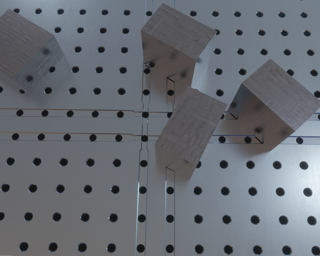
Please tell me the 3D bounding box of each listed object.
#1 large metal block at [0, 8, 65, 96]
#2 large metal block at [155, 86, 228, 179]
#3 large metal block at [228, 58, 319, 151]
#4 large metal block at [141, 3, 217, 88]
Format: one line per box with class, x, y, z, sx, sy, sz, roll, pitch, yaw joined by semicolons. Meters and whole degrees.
large metal block;-0.199;-0.106;0.436;0.080;0.050;0.080;32;73;11
large metal block;0.036;0.009;0.380;0.050;0.080;0.080;27;72;9
large metal block;0.140;-0.026;0.393;0.050;0.080;0.080;-40;75;-13
large metal block;0.024;-0.108;0.422;0.080;0.080;0.050;31;73;11
